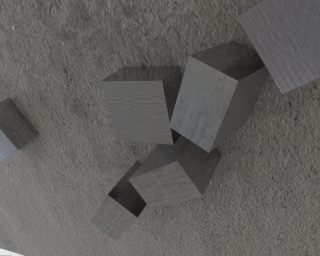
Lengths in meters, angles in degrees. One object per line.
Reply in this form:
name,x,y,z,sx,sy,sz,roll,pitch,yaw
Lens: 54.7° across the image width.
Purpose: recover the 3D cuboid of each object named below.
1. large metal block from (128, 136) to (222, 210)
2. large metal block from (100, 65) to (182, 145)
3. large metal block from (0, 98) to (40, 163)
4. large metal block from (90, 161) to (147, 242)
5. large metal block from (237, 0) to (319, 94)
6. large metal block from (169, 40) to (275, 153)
large metal block,0.021,0.050,0.391,0.080,0.080,0.050,-27,104,37
large metal block,-0.016,-0.029,0.381,0.080,0.050,0.079,4,120,26
large metal block,-0.271,0.006,0.538,0.080,0.050,0.080,-27,104,37
large metal block,-0.050,0.110,0.466,0.050,0.080,0.080,37,129,3
large metal block,0.127,-0.089,0.269,0.080,0.050,0.080,-26,104,37
large metal block,0.062,-0.034,0.311,0.050,0.081,0.079,34,131,24
